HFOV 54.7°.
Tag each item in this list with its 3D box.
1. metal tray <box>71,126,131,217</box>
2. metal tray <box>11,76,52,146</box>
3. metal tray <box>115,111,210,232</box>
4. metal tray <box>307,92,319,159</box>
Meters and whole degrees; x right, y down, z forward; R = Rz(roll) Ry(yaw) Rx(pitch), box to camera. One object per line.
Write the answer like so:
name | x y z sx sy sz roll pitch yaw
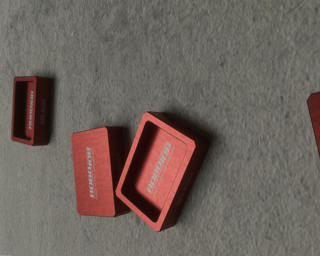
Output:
metal tray | -0.093 0.067 0.476 0.090 0.030 0.129 -10 84 39
metal tray | -0.253 -0.035 0.606 0.090 0.030 0.129 7 94 39
metal tray | -0.001 0.054 0.400 0.090 0.030 0.129 33 110 35
metal tray | 0.183 0.025 0.250 0.090 0.030 0.129 -15 81 38
